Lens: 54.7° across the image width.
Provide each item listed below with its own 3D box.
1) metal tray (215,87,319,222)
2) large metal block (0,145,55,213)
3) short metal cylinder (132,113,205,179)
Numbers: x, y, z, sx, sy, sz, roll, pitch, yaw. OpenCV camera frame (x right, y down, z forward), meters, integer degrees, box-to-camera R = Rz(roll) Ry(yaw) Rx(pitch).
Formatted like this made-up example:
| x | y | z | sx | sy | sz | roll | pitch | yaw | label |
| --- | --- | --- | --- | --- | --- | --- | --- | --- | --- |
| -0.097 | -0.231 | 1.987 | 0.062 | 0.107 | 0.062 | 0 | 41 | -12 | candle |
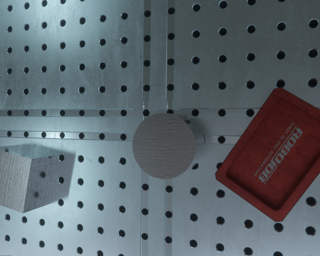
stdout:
| x | y | z | sx | sy | sz | roll | pitch | yaw | label |
| --- | --- | --- | --- | --- | --- | --- | --- | --- | --- |
| 0.138 | 0.030 | 0.361 | 0.090 | 0.030 | 0.129 | 35 | 101 | 16 | metal tray |
| -0.217 | 0.075 | 0.476 | 0.080 | 0.050 | 0.079 | 11 | 94 | 19 | large metal block |
| 0.012 | 0.021 | 0.395 | 0.080 | 0.050 | 0.079 | 0 | 90 | 20 | short metal cylinder |
